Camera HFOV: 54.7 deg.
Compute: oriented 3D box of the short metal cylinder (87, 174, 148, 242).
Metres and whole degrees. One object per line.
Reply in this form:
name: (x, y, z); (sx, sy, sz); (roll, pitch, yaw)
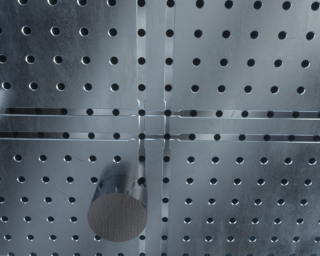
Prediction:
short metal cylinder: (-0.058, 0.113, 0.441); (0.081, 0.050, 0.079); (0, 110, -1)
